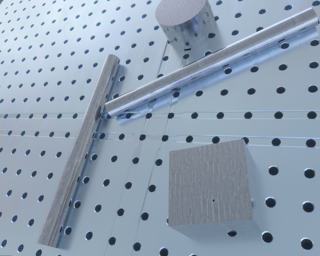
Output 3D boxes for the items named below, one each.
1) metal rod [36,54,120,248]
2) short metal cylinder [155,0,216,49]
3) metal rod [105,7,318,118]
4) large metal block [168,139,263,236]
[{"bbox_3d":[-0.111,0.017,0.454,0.025,0.025,0.300,0,61,28],"label":"metal rod"},{"bbox_3d":[0.040,-0.168,0.474,0.080,0.050,0.080,-13,56,20],"label":"short metal cylinder"},{"bbox_3d":[0.060,-0.084,0.427,0.301,0.025,0.025,-23,54,13],"label":"metal rod"},{"bbox_3d":[0.056,0.064,0.323,0.080,0.050,0.080,-11,57,21],"label":"large metal block"}]
